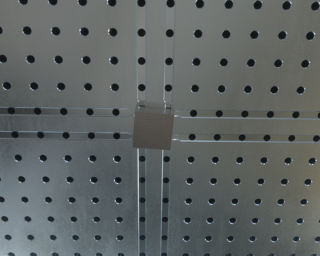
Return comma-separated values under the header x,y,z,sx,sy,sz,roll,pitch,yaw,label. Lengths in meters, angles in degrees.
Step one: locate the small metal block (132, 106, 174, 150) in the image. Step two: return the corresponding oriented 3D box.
x,y,z,sx,sy,sz,roll,pitch,yaw,label
-0.009,0.000,0.413,0.050,0.025,0.050,5,110,-2,small metal block
